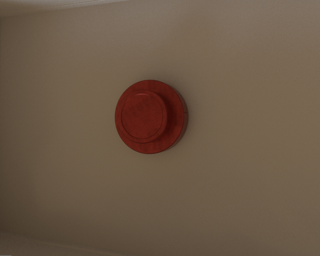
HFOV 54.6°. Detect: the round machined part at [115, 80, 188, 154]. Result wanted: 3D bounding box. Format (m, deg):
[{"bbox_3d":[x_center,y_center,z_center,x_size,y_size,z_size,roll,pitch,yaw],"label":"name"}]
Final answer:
[{"bbox_3d":[-0.016,-0.015,0.404,0.098,0.042,0.097,0,90,20],"label":"round machined part"}]
